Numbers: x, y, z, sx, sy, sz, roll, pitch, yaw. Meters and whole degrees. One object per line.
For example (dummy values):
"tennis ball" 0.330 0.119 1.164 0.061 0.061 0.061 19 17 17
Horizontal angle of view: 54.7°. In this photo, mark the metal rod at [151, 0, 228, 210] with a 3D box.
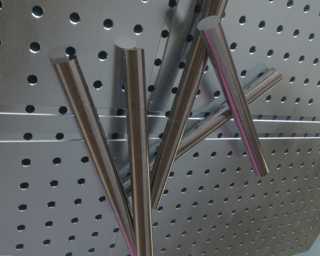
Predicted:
"metal rod" 0.029 -0.030 0.390 0.025 0.025 0.298 7 109 -32

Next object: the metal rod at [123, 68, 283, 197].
"metal rod" 0.052 0.011 0.448 0.301 0.025 0.025 -37 130 -4

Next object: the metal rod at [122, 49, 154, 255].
"metal rod" -0.025 0.054 0.390 0.025 0.025 0.298 -10 110 -24

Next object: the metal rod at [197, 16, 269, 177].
"metal rod" 0.112 -0.019 0.428 0.025 0.025 0.299 -37 133 -4

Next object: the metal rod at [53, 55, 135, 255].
"metal rod" -0.065 0.057 0.388 0.025 0.025 0.298 -23 120 -15
